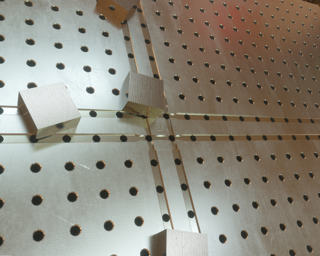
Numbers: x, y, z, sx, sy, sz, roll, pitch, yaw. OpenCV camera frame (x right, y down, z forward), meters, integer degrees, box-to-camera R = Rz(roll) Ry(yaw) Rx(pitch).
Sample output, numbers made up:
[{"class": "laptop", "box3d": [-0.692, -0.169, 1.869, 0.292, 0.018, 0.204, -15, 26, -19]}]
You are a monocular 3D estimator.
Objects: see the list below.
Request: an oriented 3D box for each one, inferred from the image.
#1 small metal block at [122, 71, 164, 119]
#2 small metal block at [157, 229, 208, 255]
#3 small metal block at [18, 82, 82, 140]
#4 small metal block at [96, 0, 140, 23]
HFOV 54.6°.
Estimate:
[{"class": "small metal block", "box3d": [-0.023, -0.045, 0.423, 0.050, 0.025, 0.050, 13, 56, -21]}, {"class": "small metal block", "box3d": [0.024, 0.140, 0.335, 0.050, 0.025, 0.050, 15, 56, -20]}, {"class": "small metal block", "box3d": [-0.126, -0.021, 0.353, 0.050, 0.025, 0.050, -21, 73, -36]}, {"class": "small metal block", "box3d": [-0.065, -0.204, 0.497, 0.050, 0.025, 0.050, 33, 51, -6]}]
